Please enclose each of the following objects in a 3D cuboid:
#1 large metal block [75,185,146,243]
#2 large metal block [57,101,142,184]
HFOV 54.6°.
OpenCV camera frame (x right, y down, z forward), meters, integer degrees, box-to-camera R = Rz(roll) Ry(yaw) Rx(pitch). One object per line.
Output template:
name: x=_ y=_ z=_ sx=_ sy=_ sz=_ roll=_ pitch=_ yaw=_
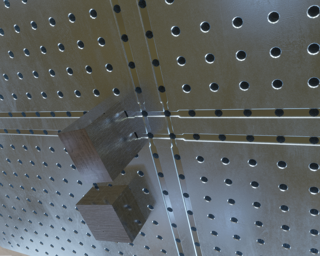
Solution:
large metal block: x=-0.083 y=0.146 z=0.530 sx=0.080 sy=0.050 sz=0.080 roll=-9 pitch=114 yaw=32
large metal block: x=-0.080 y=0.019 z=0.430 sx=0.050 sy=0.080 sz=0.080 roll=-10 pitch=113 yaw=33
